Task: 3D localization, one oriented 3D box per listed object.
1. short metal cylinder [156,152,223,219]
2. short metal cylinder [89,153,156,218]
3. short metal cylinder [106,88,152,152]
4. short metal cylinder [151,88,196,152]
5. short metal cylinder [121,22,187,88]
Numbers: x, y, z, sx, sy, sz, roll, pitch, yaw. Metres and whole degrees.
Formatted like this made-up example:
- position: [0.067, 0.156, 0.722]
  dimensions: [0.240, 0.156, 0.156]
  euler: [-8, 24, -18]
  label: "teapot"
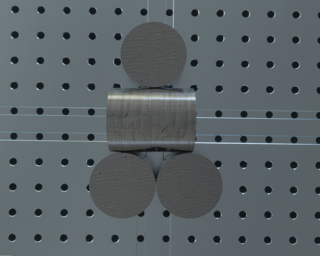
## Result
- position: [0.036, 0.070, 0.400]
  dimensions: [0.081, 0.050, 0.079]
  euler: [0, 90, -1]
  label: "short metal cylinder"
- position: [-0.046, 0.070, 0.399]
  dimensions: [0.081, 0.050, 0.079]
  euler: [0, 90, -1]
  label: "short metal cylinder"
- position: [-0.035, -0.010, 0.386]
  dimensions: [0.050, 0.080, 0.079]
  euler: [0, 90, 0]
  label: "short metal cylinder"
- position: [0.015, -0.010, 0.387]
  dimensions: [0.050, 0.080, 0.079]
  euler: [0, 90, 0]
  label: "short metal cylinder"
- position: [-0.008, -0.089, 0.400]
  dimensions: [0.081, 0.050, 0.079]
  euler: [0, 90, -1]
  label: "short metal cylinder"
